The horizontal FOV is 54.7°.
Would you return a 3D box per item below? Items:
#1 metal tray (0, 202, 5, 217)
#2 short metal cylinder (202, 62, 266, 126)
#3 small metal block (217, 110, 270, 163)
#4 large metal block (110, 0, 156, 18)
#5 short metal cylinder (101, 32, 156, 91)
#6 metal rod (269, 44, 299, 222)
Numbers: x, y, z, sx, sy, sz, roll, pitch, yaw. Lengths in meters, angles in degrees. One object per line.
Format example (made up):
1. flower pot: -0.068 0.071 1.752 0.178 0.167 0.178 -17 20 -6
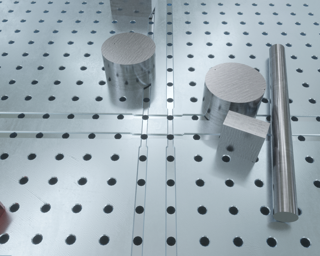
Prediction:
1. metal tray: -0.246 0.099 0.319 0.131 0.030 0.090 12 51 9
2. short metal cylinder: 0.100 -0.046 0.431 0.080 0.050 0.080 0 50 0
3. small metal block: 0.102 0.011 0.383 0.050 0.050 0.025 20 53 16
4. large metal block: -0.050 -0.266 0.614 0.080 0.050 0.080 6 50 5
5. short metal cylinder: -0.047 -0.103 0.478 0.080 0.050 0.080 0 50 0
6. metal rod: 0.164 -0.018 0.423 0.025 0.025 0.300 9 51 8
